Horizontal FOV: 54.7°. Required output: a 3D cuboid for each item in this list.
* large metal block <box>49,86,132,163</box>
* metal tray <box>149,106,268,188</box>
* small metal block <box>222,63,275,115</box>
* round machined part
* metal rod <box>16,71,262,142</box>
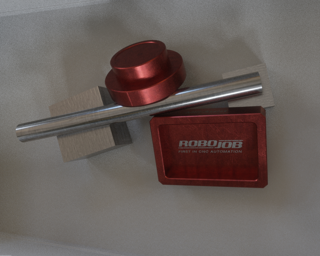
[{"bbox_3d":[-0.095,-0.004,0.427,0.080,0.050,0.080,-19,84,18],"label":"large metal block"},{"bbox_3d":[0.059,0.023,0.370,0.130,0.030,0.089,-2,109,19],"label":"metal tray"},{"bbox_3d":[0.106,-0.045,0.371,0.050,0.025,0.050,-12,86,19],"label":"small metal block"},{"bbox_3d":[-0.021,-0.072,0.374,0.098,0.098,0.042,-5,129,19],"label":"round machined part"},{"bbox_3d":[-0.034,-0.022,0.372,0.301,0.025,0.025,-11,86,12],"label":"metal rod"}]
